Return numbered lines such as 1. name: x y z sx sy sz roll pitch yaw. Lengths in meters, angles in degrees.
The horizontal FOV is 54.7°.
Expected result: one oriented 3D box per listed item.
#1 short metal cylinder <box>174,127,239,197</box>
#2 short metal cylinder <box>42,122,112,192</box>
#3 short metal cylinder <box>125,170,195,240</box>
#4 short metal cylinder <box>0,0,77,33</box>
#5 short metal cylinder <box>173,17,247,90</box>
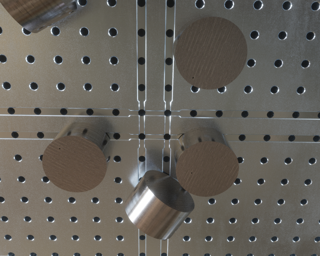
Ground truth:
1. short metal cylinder: 0.060 0.045 0.418 0.081 0.050 0.079 0 110 -1
2. short metal cylinder: -0.108 0.038 0.413 0.081 0.050 0.079 0 110 -1
3. short metal cylinder: 0.000 0.103 0.422 0.080 0.080 0.050 31 107 -11
4. short metal cylinder: -0.133 -0.149 0.327 0.050 0.080 0.080 -26 108 9
5. short metal cylinder: 0.057 -0.090 0.368 0.081 0.050 0.079 0 110 -1
